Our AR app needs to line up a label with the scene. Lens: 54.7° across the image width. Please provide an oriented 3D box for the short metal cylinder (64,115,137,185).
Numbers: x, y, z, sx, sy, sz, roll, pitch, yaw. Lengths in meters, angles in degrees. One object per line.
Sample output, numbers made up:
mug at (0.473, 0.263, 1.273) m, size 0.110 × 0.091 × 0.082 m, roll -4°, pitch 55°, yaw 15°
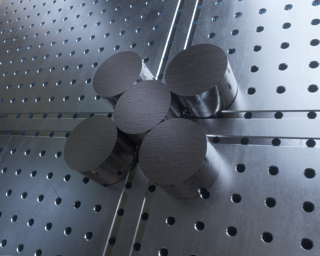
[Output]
short metal cylinder at (-0.079, 0.030, 0.412) m, size 0.080 × 0.050 × 0.080 m, roll -13°, pitch 56°, yaw 20°

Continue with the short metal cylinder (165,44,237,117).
short metal cylinder at (0.053, -0.061, 0.398) m, size 0.080 × 0.050 × 0.080 m, roll -13°, pitch 56°, yaw 20°

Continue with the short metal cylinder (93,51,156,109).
short metal cylinder at (-0.051, -0.066, 0.457) m, size 0.080 × 0.050 × 0.080 m, roll -13°, pitch 56°, yaw 20°

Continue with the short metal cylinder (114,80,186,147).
short metal cylinder at (-0.013, -0.016, 0.407) m, size 0.080 × 0.050 × 0.080 m, roll -13°, pitch 56°, yaw 20°

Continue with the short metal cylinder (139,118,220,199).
short metal cylinder at (0.023, 0.035, 0.357) m, size 0.080 × 0.050 × 0.080 m, roll -13°, pitch 56°, yaw 20°
